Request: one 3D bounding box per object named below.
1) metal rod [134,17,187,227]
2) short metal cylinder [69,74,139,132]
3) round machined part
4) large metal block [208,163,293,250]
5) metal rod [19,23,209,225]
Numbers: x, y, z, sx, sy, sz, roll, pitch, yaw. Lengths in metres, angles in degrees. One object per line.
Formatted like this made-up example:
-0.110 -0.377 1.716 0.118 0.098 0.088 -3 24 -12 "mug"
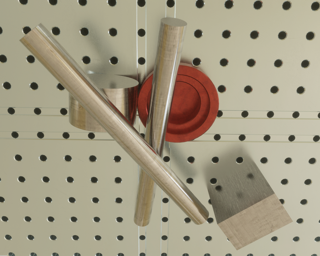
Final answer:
-0.007 0.019 0.377 0.025 0.025 0.298 7 126 -3 "metal rod"
-0.067 -0.033 0.371 0.081 0.080 0.050 5 110 -2 "short metal cylinder"
0.022 -0.034 0.392 0.099 0.042 0.097 0 111 0 "round machined part"
0.119 0.105 0.425 0.080 0.080 0.050 -32 107 11 "large metal block"
-0.030 0.016 0.344 0.025 0.025 0.300 -34 119 11 "metal rod"
